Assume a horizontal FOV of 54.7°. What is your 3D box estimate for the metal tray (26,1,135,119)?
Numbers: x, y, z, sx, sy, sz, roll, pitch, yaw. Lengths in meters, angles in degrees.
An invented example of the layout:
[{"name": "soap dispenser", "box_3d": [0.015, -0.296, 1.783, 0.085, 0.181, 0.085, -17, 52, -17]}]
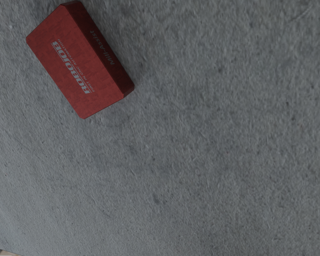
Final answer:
[{"name": "metal tray", "box_3d": [-0.104, -0.084, 0.405, 0.090, 0.030, 0.130, -23, 107, 36]}]
